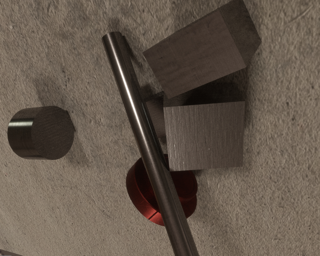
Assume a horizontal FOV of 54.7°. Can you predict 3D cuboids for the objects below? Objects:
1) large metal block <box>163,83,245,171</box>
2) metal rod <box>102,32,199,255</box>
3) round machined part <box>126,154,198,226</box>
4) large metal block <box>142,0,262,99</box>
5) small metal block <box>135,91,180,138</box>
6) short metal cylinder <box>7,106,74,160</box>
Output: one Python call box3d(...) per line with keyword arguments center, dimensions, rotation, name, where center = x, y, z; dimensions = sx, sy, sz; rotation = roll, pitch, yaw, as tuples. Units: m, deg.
box3d(center=(0.048, -0.001, 0.346), dimensions=(0.080, 0.050, 0.079), rotation=(-4, 119, 3), name="large metal block")
box3d(center=(-0.009, 0.031, 0.352), dimensions=(0.025, 0.025, 0.299), rotation=(-25, 81, 36), name="metal rod")
box3d(center=(0.009, 0.072, 0.399), dimensions=(0.098, 0.098, 0.042), rotation=(41, 122, 0), name="round machined part")
box3d(center=(0.044, -0.078, 0.299), dimensions=(0.080, 0.080, 0.050), rotation=(-19, 108, 35), name="large metal block")
box3d(center=(0.000, -0.017, 0.395), dimensions=(0.050, 0.025, 0.050), rotation=(-19, 109, 35), name="small metal block")
box3d(center=(-0.177, 0.008, 0.467), dimensions=(0.050, 0.080, 0.080), rotation=(-2, 117, 29), name="short metal cylinder")
